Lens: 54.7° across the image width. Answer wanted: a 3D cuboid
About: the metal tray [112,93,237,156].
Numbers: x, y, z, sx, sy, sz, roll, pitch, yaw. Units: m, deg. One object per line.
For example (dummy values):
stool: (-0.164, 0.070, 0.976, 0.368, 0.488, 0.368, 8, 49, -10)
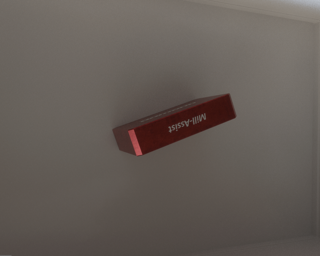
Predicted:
metal tray: (0.015, -0.006, 0.382, 0.131, 0.090, 0.030, -21, 97, -19)
